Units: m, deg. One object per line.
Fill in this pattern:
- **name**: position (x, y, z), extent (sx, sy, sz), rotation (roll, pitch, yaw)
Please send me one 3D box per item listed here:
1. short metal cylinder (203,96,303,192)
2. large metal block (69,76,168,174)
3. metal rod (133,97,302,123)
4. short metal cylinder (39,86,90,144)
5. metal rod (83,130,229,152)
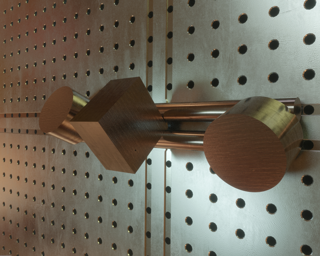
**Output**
- **short metal cylinder**: position (0.090, 0.015, 0.301), extent (0.080, 0.050, 0.079), rotation (19, 124, 32)
- **large metal block**: position (-0.045, -0.004, 0.372), extent (0.050, 0.080, 0.080), rotation (1, 133, 40)
- **metal rod**: position (0.017, -0.020, 0.394), extent (0.300, 0.025, 0.025), rotation (1, 91, 40)
- **short metal cylinder**: position (-0.146, -0.020, 0.495), extent (0.080, 0.050, 0.080), rotation (-19, 56, 31)
- **metal rod**: position (-0.040, 0.014, 0.441), extent (0.300, 0.025, 0.025), rotation (1, 91, 40)
